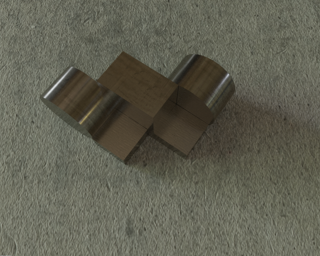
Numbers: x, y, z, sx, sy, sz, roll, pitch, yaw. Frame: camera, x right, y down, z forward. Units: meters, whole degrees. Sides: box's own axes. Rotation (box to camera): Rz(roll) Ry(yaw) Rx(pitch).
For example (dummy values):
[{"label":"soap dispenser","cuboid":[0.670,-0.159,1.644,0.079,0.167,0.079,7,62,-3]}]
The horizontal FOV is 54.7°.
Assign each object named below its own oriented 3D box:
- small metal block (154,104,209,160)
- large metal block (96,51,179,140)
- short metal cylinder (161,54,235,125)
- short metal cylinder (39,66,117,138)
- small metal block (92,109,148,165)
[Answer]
[{"label":"small metal block","cuboid":[0.027,0.005,0.408,0.050,0.025,0.050,34,73,11]},{"label":"large metal block","cuboid":[-0.026,-0.039,0.395,0.080,0.080,0.050,33,73,11]},{"label":"short metal cylinder","cuboid":[0.048,-0.048,0.398,0.080,0.080,0.050,34,74,11]},{"label":"short metal cylinder","cuboid":[-0.102,-0.031,0.391,0.080,0.080,0.050,33,74,11]},{"label":"small metal block","cuboid":[-0.051,0.012,0.405,0.050,0.025,0.050,34,73,11]}]
